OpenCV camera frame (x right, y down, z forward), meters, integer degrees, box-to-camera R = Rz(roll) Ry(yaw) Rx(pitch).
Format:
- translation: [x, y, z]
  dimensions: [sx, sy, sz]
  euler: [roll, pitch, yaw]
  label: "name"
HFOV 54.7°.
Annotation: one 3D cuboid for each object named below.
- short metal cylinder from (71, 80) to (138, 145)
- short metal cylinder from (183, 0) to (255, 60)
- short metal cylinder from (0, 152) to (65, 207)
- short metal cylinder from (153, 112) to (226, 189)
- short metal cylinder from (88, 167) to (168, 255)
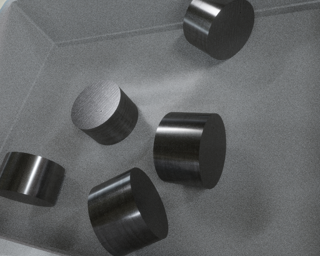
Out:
- translation: [-0.079, -0.022, 0.444]
  dimensions: [0.080, 0.050, 0.080]
  euler: [-13, 56, 21]
  label: "short metal cylinder"
- translation: [0.078, -0.138, 0.414]
  dimensions: [0.080, 0.080, 0.050]
  euler: [-44, 51, -2]
  label: "short metal cylinder"
- translation: [-0.177, 0.071, 0.420]
  dimensions: [0.080, 0.080, 0.050]
  euler: [-3, 61, 27]
  label: "short metal cylinder"
- translation: [0.035, 0.023, 0.338]
  dimensions: [0.050, 0.080, 0.080]
  euler: [3, 64, 30]
  label: "short metal cylinder"
- translation: [-0.032, 0.089, 0.333]
  dimensions: [0.050, 0.080, 0.080]
  euler: [-27, 52, 11]
  label: "short metal cylinder"
